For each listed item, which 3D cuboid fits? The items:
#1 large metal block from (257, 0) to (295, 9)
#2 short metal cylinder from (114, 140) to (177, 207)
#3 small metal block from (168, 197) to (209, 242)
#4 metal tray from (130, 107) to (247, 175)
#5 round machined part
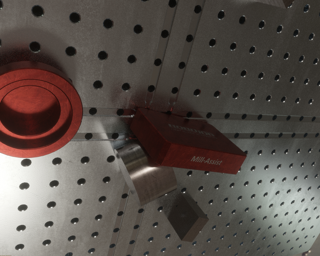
[{"bbox_3d":[0.140,-0.199,0.351,0.080,0.050,0.080,-46,130,4],"label":"large metal block"},{"bbox_3d":[-0.019,0.054,0.400,0.050,0.080,0.080,-23,127,-15],"label":"short metal cylinder"},{"bbox_3d":[0.046,0.152,0.517,0.025,0.050,0.050,24,105,-37],"label":"small metal block"},{"bbox_3d":[0.037,0.017,0.401,0.131,0.090,0.030,11,113,-34],"label":"metal tray"},{"bbox_3d":[-0.133,-0.021,0.315,0.099,0.042,0.097,-14,125,-21],"label":"round machined part"}]
